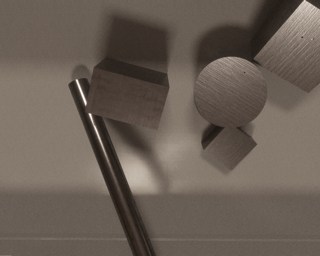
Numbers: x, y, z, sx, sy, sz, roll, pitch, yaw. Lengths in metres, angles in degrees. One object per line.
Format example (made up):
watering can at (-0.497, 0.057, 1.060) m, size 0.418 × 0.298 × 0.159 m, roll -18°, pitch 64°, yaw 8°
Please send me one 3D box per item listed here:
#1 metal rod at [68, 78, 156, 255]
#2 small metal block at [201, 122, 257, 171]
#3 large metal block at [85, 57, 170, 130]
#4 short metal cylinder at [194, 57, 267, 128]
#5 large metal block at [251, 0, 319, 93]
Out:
metal rod at (-0.047, 0.080, 0.376) m, size 0.025 × 0.025 × 0.299 m, roll -23°, pitch 84°, yaw 8°
small metal block at (0.093, 0.021, 0.421) m, size 0.050 × 0.025 × 0.050 m, roll 36°, pitch 106°, yaw -13°
large metal block at (-0.036, -0.043, 0.366) m, size 0.081 × 0.080 × 0.050 m, roll 14°, pitch 109°, yaw -6°
short metal cylinder at (0.081, -0.041, 0.371) m, size 0.080 × 0.050 × 0.079 m, roll 0°, pitch 92°, yaw 5°
large metal block at (0.161, -0.099, 0.348) m, size 0.080 × 0.050 × 0.080 m, roll 27°, pitch 134°, yaw -10°
